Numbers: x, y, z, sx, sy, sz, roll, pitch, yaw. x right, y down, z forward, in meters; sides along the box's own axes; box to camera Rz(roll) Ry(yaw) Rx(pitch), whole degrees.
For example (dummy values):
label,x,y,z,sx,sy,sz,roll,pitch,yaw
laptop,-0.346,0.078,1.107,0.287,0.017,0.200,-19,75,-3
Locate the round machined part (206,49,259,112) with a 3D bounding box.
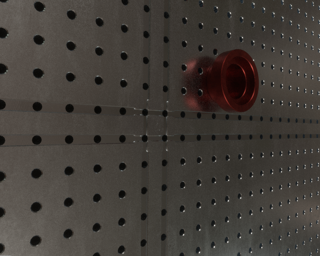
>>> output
label,x,y,z,sx,sy,sz,roll,pitch,yaw
round machined part,0.112,-0.073,0.495,0.099,0.042,0.097,0,90,-40
